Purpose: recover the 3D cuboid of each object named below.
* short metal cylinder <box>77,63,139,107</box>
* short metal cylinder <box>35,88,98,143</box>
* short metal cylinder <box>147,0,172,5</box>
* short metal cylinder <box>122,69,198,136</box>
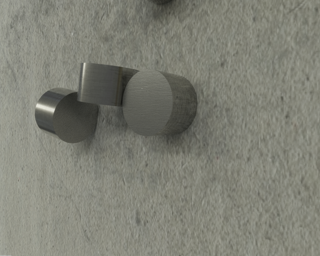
[{"bbox_3d":[-0.070,-0.058,0.425,0.080,0.081,0.050,12,98,39],"label":"short metal cylinder"},{"bbox_3d":[-0.145,-0.021,0.486,0.050,0.081,0.079,16,100,38],"label":"short metal cylinder"},{"bbox_3d":[-0.009,-0.206,0.394,0.080,0.050,0.079,0,90,39],"label":"short metal cylinder"},{"bbox_3d":[-0.001,-0.030,0.387,0.080,0.050,0.079,0,90,39],"label":"short metal cylinder"}]
